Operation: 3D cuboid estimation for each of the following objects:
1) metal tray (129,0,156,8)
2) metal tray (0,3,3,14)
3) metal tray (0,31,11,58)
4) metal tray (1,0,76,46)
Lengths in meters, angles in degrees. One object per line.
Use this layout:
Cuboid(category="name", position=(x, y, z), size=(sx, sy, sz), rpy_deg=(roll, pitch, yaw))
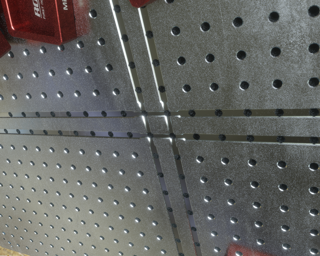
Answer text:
Cuboid(category="metal tray", position=(-0.018, -0.197, 0.296), size=(0.090, 0.030, 0.130), rpy_deg=(-20, 108, 35))
Cuboid(category="metal tray", position=(-0.268, -0.211, 0.420), size=(0.090, 0.030, 0.130), rpy_deg=(-18, 109, 35))
Cuboid(category="metal tray", position=(-0.287, -0.148, 0.442), size=(0.130, 0.030, 0.090), rpy_deg=(15, 144, 27))
Cuboid(category="metal tray", position=(-0.156, -0.175, 0.382), size=(0.090, 0.030, 0.129), rpy_deg=(15, 125, 20))
